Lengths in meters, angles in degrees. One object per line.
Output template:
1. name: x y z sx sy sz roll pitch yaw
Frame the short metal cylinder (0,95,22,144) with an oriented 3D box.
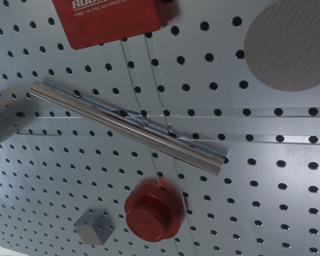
1. short metal cylinder: -0.293 -0.013 0.542 0.080 0.050 0.079 13 124 21

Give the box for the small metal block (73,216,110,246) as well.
1. small metal block: -0.133 0.201 0.606 0.050 0.025 0.050 -10 114 32

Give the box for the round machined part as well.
1. round machined part: -0.016 0.144 0.497 0.098 0.042 0.097 13 124 21

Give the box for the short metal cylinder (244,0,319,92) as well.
1. short metal cylinder: 0.122 -0.080 0.281 0.080 0.050 0.079 13 124 21

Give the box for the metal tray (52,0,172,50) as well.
1. metal tray: -0.060 -0.146 0.350 0.130 0.030 0.090 -4 117 29

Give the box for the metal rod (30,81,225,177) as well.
1. metal rod: -0.055 -0.004 0.437 0.301 0.025 0.025 22 127 14
